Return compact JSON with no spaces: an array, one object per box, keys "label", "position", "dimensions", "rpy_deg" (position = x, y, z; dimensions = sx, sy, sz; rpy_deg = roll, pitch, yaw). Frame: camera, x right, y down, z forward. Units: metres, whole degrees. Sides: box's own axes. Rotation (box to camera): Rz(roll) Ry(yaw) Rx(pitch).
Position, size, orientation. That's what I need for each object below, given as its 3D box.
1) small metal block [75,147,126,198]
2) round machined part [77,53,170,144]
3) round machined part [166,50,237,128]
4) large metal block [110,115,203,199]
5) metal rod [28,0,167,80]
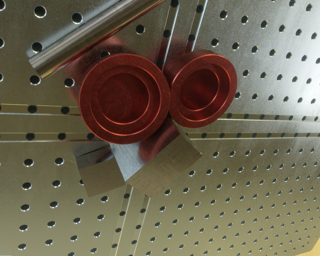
[{"label":"small metal block","position":[-0.076,0.057,0.402],"dimensions":[0.050,0.025,0.050],"rpy_deg":[-17,126,-13]},{"label":"round machined part","position":[-0.042,-0.034,0.346],"dimensions":[0.099,0.042,0.097],"rpy_deg":[-6,107,-19]},{"label":"round machined part","position":[0.045,-0.052,0.393],"dimensions":[0.099,0.042,0.097],"rpy_deg":[-14,124,-21]},{"label":"large metal block","position":[-0.009,0.024,0.381],"dimensions":[0.080,0.080,0.050],"rpy_deg":[-41,130,6]},{"label":"metal rod","position":[0.000,-0.144,0.322],"dimensions":[0.301,0.025,0.025],"rpy_deg":[-35,129,-5]}]
